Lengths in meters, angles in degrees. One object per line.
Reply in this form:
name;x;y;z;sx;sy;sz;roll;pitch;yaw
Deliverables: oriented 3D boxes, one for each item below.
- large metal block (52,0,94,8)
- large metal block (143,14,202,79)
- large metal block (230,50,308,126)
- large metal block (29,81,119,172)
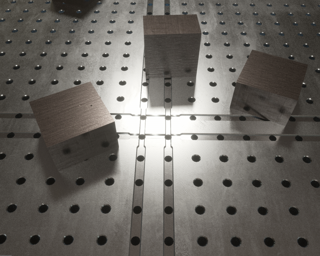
large metal block;-0.172;-0.298;0.639;0.080;0.050;0.080;19;52;15
large metal block;0.016;-0.124;0.477;0.081;0.080;0.050;-3;50;-3
large metal block;0.155;-0.060;0.444;0.080;0.050;0.080;21;53;16
large metal block;-0.108;-0.004;0.394;0.081;0.050;0.080;-23;54;-18
